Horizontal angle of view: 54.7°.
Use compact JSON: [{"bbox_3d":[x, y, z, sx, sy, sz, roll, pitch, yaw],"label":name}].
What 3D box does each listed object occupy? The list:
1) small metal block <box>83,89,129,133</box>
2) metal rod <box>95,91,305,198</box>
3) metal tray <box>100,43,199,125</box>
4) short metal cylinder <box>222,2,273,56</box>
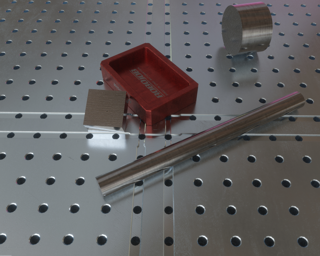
[{"bbox_3d":[-0.071,-0.023,0.414,0.050,0.025,0.050,4,74,3],"label":"small metal block"},{"bbox_3d":[0.065,0.013,0.397,0.302,0.025,0.025,-22,54,-18],"label":"metal rod"},{"bbox_3d":[-0.018,-0.071,0.463,0.091,0.030,0.130,-29,56,-23],"label":"metal tray"},{"bbox_3d":[0.141,-0.163,0.511,0.050,0.080,0.080,-11,51,-9],"label":"short metal cylinder"}]
